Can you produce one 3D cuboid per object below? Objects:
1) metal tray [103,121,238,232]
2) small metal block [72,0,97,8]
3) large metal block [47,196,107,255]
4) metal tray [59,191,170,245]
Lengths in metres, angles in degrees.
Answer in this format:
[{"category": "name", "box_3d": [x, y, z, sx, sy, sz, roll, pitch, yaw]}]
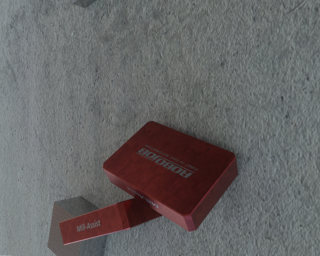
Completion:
[{"category": "metal tray", "box_3d": [0.010, 0.047, 0.354, 0.130, 0.090, 0.030, 22, 144, 37]}, {"category": "small metal block", "box_3d": [-0.119, -0.231, 0.500, 0.050, 0.025, 0.050, -13, 82, 39]}, {"category": "large metal block", "box_3d": [-0.130, 0.165, 0.493, 0.080, 0.050, 0.079, 18, 102, 38]}, {"category": "metal tray", "box_3d": [-0.058, 0.117, 0.407, 0.130, 0.091, 0.030, -26, 75, 36]}]
